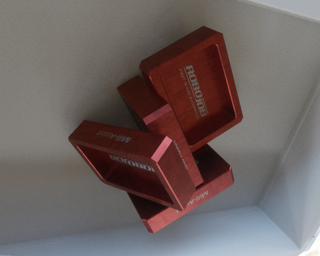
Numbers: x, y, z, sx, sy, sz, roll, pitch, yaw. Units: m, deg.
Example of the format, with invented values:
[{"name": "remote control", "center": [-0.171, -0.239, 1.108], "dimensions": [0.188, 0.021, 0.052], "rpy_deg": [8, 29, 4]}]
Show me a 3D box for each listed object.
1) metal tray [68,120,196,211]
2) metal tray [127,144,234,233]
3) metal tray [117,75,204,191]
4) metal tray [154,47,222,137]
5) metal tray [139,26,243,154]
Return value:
[{"name": "metal tray", "center": [-0.033, 0.040, 0.349], "dimensions": [0.030, 0.130, 0.090], "rpy_deg": [-54, 136, -30]}, {"name": "metal tray", "center": [0.021, 0.071, 0.422], "dimensions": [0.131, 0.090, 0.030], "rpy_deg": [-29, 129, -11]}, {"name": "metal tray", "center": [0.002, 0.010, 0.372], "dimensions": [0.030, 0.090, 0.130], "rpy_deg": [-32, 129, -8]}, {"name": "metal tray", "center": [0.050, -0.041, 0.409], "dimensions": [0.090, 0.030, 0.129], "rpy_deg": [-29, 128, -8]}, {"name": "metal tray", "center": [0.042, -0.040, 0.364], "dimensions": [0.090, 0.030, 0.130], "rpy_deg": [-32, 128, -8]}]
